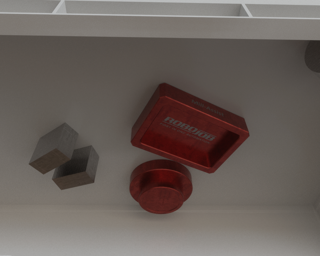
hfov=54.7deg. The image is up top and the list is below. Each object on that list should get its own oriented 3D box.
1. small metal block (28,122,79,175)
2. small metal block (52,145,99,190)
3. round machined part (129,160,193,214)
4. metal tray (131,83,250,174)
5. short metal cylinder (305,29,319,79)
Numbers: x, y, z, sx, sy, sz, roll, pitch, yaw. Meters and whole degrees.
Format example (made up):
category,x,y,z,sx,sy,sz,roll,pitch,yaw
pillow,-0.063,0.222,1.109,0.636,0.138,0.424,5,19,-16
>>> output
category,x,y,z,sx,sy,sz,roll,pitch,yaw
small metal block,-0.141,0.027,0.414,0.050,0.050,0.025,-28,125,21
small metal block,-0.118,0.056,0.438,0.050,0.050,0.025,-14,129,11
round machined part,0.002,0.097,0.481,0.099,0.042,0.097,-1,130,0
metal tray,0.038,0.005,0.410,0.131,0.030,0.089,22,127,-18
short metal cylinder,0.198,-0.075,0.312,0.050,0.080,0.080,32,123,-24
